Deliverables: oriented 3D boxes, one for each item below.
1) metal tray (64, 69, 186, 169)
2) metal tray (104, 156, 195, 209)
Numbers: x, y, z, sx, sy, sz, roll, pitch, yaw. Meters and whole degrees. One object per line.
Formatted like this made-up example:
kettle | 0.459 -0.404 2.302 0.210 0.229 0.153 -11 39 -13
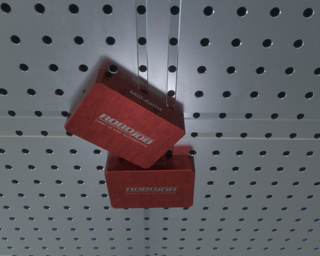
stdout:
metal tray | -0.044 -0.006 0.403 0.131 0.030 0.090 29 124 -23
metal tray | -0.014 0.085 0.481 0.131 0.030 0.089 -1 130 1
